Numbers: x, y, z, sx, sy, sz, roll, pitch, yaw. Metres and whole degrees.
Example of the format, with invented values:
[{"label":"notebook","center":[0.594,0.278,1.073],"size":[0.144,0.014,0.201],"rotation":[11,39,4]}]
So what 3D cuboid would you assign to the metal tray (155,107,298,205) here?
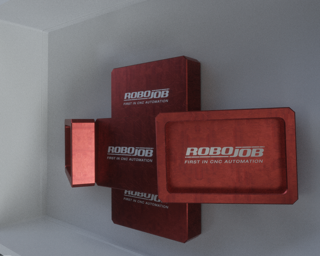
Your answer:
[{"label":"metal tray","center":[0.063,0.027,0.308],"size":[0.131,0.030,0.089],"rotation":[-2,89,10]}]

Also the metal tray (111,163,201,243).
[{"label":"metal tray","center":[-0.009,0.089,0.408],"size":[0.130,0.030,0.089],"rotation":[0,90,39]}]

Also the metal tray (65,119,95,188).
[{"label":"metal tray","center":[-0.122,0.031,0.463],"size":[0.130,0.030,0.089],"rotation":[-176,86,-69]}]

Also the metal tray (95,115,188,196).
[{"label":"metal tray","center":[-0.028,0.031,0.386],"size":[0.130,0.030,0.089],"rotation":[-1,89,39]}]

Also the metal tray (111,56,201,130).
[{"label":"metal tray","center":[-0.010,-0.039,0.408],"size":[0.130,0.030,0.089],"rotation":[0,90,39]}]
